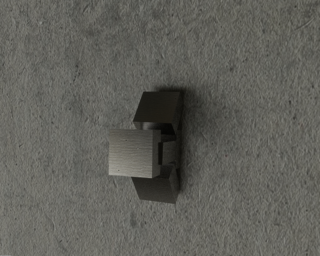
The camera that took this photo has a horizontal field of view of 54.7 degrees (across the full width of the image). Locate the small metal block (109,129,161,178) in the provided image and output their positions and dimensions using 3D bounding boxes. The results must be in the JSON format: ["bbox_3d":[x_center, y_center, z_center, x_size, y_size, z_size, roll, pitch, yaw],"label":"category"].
[{"bbox_3d":[-0.027,0.026,0.339,0.050,0.025,0.050,1,90,19],"label":"small metal block"}]

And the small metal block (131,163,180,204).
[{"bbox_3d":[-0.005,0.069,0.398,0.050,0.025,0.050,3,132,19],"label":"small metal block"}]

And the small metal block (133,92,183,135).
[{"bbox_3d":[-0.001,-0.020,0.397,0.050,0.025,0.050,3,55,20],"label":"small metal block"}]

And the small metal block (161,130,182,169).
[{"bbox_3d":[0.001,0.026,0.410,0.050,0.025,0.050,3,91,19],"label":"small metal block"}]

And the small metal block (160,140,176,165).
[{"bbox_3d":[-0.012,0.027,0.373,0.050,0.050,0.025,3,91,19],"label":"small metal block"}]
